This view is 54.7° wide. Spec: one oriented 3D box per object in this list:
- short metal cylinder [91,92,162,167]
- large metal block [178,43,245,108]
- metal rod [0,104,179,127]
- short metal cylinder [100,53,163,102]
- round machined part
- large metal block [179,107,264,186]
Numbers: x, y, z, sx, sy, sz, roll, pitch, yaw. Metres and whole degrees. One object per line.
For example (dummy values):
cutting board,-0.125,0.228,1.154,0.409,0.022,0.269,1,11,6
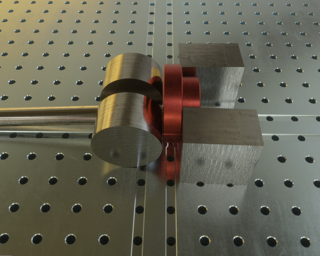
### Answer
short metal cylinder,-0.037,0.004,0.367,0.080,0.080,0.050,1,51,1
large metal block,0.065,-0.069,0.431,0.081,0.080,0.050,0,50,0
metal rod,-0.119,-0.016,0.405,0.302,0.025,0.025,-1,50,4
short metal cylinder,-0.036,-0.053,0.416,0.080,0.080,0.050,1,51,0
round machined part,0.026,-0.030,0.385,0.042,0.097,0.098,1,50,1
large metal block,0.064,0.023,0.354,0.080,0.080,0.050,2,50,2
